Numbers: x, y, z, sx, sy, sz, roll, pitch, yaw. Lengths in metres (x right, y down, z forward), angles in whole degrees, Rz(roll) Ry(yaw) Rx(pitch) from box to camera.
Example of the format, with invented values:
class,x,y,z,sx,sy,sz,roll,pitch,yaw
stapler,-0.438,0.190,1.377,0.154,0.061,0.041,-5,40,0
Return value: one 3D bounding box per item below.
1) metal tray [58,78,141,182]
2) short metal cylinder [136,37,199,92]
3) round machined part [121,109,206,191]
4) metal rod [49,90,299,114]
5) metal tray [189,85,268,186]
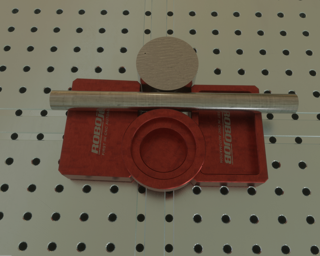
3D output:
class,x,y,z,sx,sy,sz,roll,pitch,yaw
metal tray,-0.073,0.001,0.403,0.091,0.030,0.130,3,70,1
short metal cylinder,0.009,-0.076,0.422,0.081,0.050,0.080,0,70,0
round machined part,0.005,0.029,0.378,0.099,0.042,0.098,0,70,0
metal rod,0.017,-0.032,0.387,0.302,0.025,0.025,1,70,0
metal tray,0.085,0.008,0.402,0.091,0.030,0.130,1,70,0
